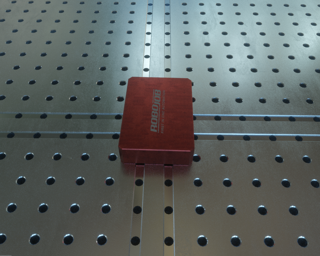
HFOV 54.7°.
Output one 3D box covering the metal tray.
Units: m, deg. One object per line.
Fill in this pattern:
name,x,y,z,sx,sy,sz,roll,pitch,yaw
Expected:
metal tray,-0.002,-0.014,0.415,0.091,0.030,0.130,2,50,1
